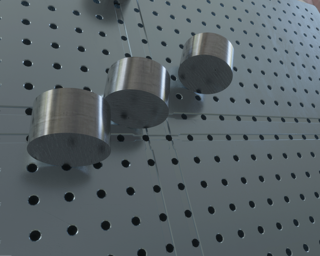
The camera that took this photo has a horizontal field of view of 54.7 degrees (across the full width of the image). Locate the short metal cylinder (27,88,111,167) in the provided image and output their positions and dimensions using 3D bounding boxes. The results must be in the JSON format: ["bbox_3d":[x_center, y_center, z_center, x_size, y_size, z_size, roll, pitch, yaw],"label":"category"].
[{"bbox_3d":[-0.092,0.002,0.323,0.081,0.080,0.050,9,58,-24],"label":"short metal cylinder"}]

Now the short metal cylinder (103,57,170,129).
[{"bbox_3d":[-0.028,-0.042,0.384,0.081,0.080,0.050,17,55,-19],"label":"short metal cylinder"}]

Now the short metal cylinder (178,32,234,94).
[{"bbox_3d":[0.071,-0.097,0.473,0.080,0.080,0.050,23,53,-15],"label":"short metal cylinder"}]

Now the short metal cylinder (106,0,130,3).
[{"bbox_3d":[-0.074,-0.254,0.509,0.081,0.050,0.080,14,56,-21],"label":"short metal cylinder"}]
